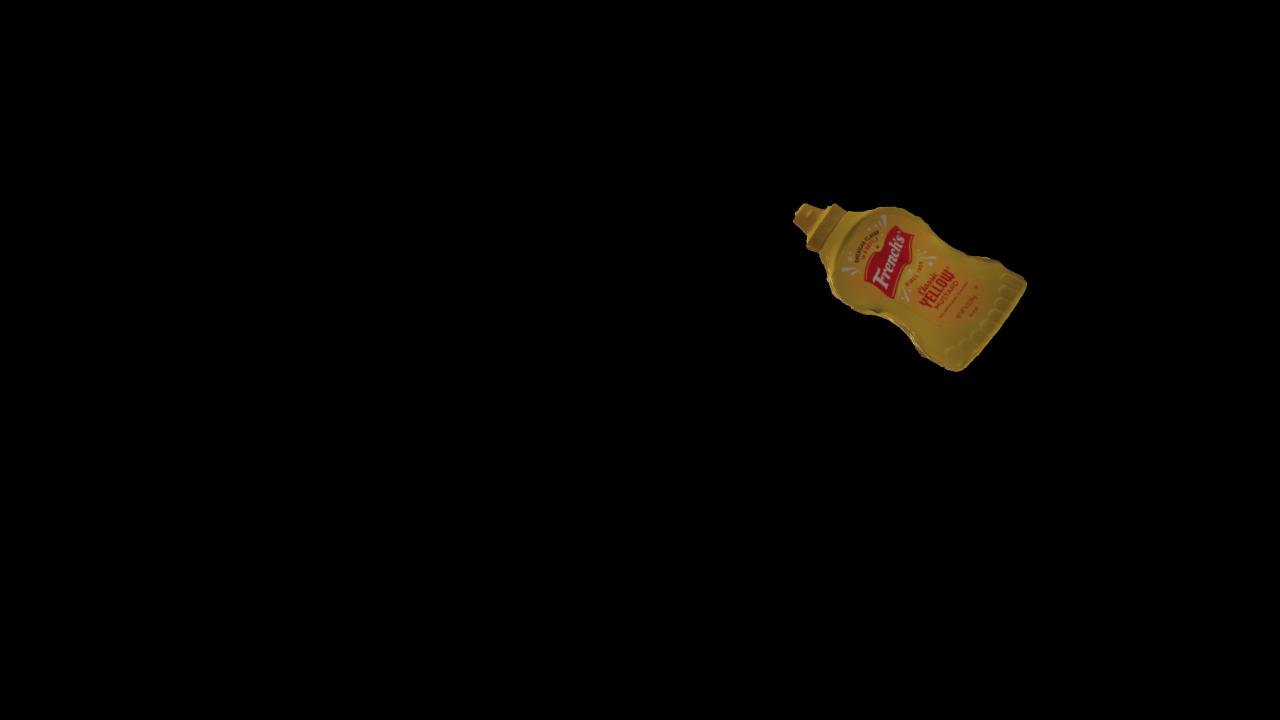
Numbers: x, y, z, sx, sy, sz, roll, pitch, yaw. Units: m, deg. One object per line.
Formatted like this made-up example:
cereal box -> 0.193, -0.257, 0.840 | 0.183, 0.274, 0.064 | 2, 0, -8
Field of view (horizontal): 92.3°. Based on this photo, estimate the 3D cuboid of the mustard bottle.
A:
mustard bottle -> 0.208, -0.076, 0.510 | 0.184, 0.092, 0.054 | 35, 13, 11
